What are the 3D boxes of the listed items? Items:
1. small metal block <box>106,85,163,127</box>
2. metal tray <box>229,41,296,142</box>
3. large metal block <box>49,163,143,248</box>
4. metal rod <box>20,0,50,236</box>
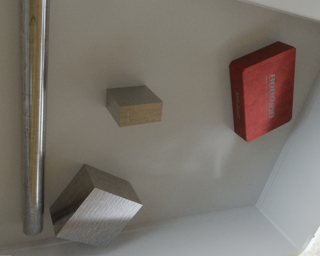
[{"bbox_3d":[-0.031,-0.027,0.360,0.050,0.050,0.025,-9,122,-24],"label":"small metal block"},{"bbox_3d":[0.153,-0.051,0.460,0.091,0.030,0.129,-25,128,-14],"label":"metal tray"},{"bbox_3d":[-0.085,0.105,0.412,0.080,0.050,0.080,32,100,-39],"label":"large metal block"},{"bbox_3d":[-0.136,-0.001,0.334,0.025,0.025,0.298,-3,120,-28],"label":"metal rod"}]
